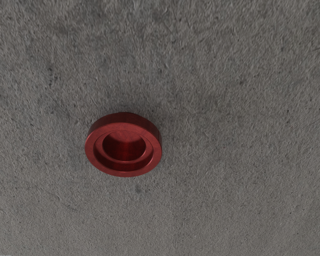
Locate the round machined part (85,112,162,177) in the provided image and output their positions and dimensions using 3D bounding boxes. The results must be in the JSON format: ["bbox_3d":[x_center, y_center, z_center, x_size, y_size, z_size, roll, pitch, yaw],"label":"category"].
[{"bbox_3d":[-0.046,0.018,0.410,0.099,0.042,0.097,0,130,0],"label":"round machined part"}]
